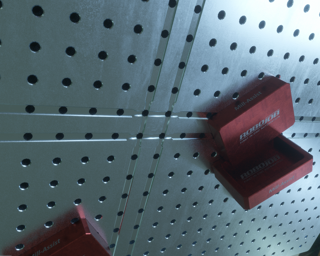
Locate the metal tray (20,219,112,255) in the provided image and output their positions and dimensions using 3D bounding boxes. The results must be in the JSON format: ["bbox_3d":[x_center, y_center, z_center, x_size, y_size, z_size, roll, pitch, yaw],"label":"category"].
[{"bbox_3d":[-0.145,0.200,0.453,0.131,0.030,0.090,-30,129,-9],"label":"metal tray"}]

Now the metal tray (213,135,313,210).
[{"bbox_3d":[0.164,0.063,0.500,0.131,0.090,0.030,-27,128,-12],"label":"metal tray"}]

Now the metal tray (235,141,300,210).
[{"bbox_3d":[0.197,0.085,0.572,0.131,0.030,0.090,-26,128,-13],"label":"metal tray"}]

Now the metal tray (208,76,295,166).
[{"bbox_3d":[0.147,-0.010,0.485,0.130,0.030,0.090,-33,129,-7],"label":"metal tray"}]
